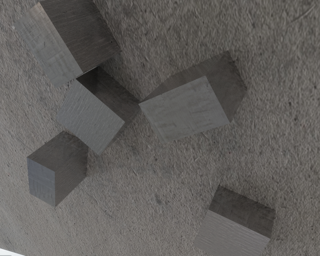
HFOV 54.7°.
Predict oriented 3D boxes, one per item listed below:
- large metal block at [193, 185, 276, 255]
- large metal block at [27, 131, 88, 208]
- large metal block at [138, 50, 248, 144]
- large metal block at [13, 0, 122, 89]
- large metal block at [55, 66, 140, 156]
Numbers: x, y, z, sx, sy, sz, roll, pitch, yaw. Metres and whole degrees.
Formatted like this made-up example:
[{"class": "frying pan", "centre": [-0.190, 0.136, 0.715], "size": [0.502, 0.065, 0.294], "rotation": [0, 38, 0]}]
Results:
[{"class": "large metal block", "centre": [0.100, 0.137, 0.423], "size": [0.080, 0.050, 0.079], "rotation": [23, 127, 14]}, {"class": "large metal block", "centre": [-0.161, 0.064, 0.496], "size": [0.050, 0.080, 0.079], "rotation": [24, 127, 14]}, {"class": "large metal block", "centre": [0.038, -0.033, 0.331], "size": [0.080, 0.080, 0.050], "rotation": [-19, 108, 35]}, {"class": "large metal block", "centre": [-0.103, -0.104, 0.361], "size": [0.050, 0.080, 0.080], "rotation": [-19, 109, 35]}, {"class": "large metal block", "centre": [-0.083, -0.022, 0.420], "size": [0.080, 0.050, 0.080], "rotation": [41, 129, 0]}]
